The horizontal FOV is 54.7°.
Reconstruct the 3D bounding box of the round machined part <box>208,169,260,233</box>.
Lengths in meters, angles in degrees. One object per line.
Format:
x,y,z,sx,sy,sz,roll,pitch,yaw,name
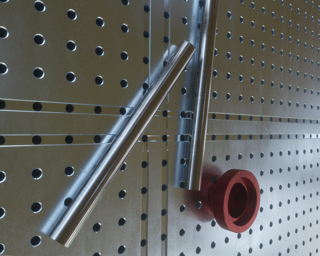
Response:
0.116,0.114,0.499,0.099,0.042,0.097,0,90,-40,round machined part

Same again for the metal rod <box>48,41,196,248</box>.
-0.033,0.002,0.383,0.025,0.025,0.300,47,62,-30,metal rod

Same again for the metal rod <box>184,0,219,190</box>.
0.063,-0.059,0.464,0.025,0.025,0.298,11,83,-40,metal rod
